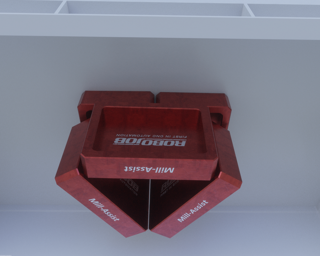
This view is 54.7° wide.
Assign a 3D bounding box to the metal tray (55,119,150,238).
[{"bbox_3d":[-0.061,0.061,0.376,0.030,0.090,0.130,-25,126,20],"label":"metal tray"}]

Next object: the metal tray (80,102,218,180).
[{"bbox_3d":[-0.010,0.011,0.333,0.131,0.090,0.030,2,130,-1],"label":"metal tray"}]

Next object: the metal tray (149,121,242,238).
[{"bbox_3d":[0.036,0.064,0.378,0.030,0.090,0.129,29,125,-22],"label":"metal tray"}]

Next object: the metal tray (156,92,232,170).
[{"bbox_3d":[0.039,0.015,0.417,0.091,0.030,0.129,1,129,-1],"label":"metal tray"}]

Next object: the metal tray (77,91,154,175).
[{"bbox_3d":[-0.053,0.013,0.415,0.091,0.030,0.129,0,129,0],"label":"metal tray"}]
